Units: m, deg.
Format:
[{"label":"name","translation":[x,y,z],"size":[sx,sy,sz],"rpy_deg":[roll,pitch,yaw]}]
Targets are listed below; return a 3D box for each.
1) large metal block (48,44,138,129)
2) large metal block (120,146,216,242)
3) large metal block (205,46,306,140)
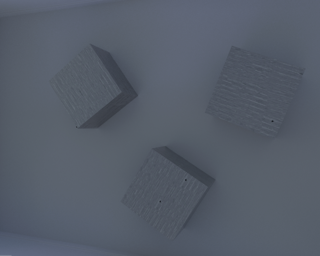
[{"label":"large metal block","translation":[-0.092,-0.055,0.430],"size":[0.080,0.050,0.080],"rpy_deg":[-37,78,16]},{"label":"large metal block","translation":[0.011,0.079,0.393],"size":[0.080,0.050,0.080],"rpy_deg":[33,101,17]},{"label":"large metal block","translation":[0.109,-0.039,0.359],"size":[0.080,0.050,0.080],"rpy_deg":[23,98,18]}]
